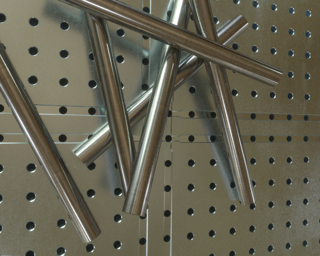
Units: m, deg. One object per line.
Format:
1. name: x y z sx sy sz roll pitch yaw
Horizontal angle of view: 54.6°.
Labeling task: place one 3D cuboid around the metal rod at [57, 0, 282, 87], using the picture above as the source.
1. metal rod: 0.011 -0.112 0.370 0.302 0.025 0.025 19 84 -13

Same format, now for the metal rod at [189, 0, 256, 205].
1. metal rod: 0.088 -0.032 0.426 0.025 0.025 0.299 -21 104 -19

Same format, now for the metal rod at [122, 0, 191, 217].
1. metal rod: 0.004 -0.046 0.377 0.025 0.025 0.299 20 70 -19

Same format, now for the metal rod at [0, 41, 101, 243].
1. metal rod: -0.146 0.000 0.358 0.025 0.025 0.299 -28 99 -18

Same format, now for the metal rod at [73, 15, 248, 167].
1. metal rod: 0.011 -0.058 0.416 0.301 0.025 0.025 -42 103 -15

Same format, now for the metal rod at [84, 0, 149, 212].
1. metal rod: -0.059 -0.049 0.370 0.025 0.025 0.299 -12 86 -20
